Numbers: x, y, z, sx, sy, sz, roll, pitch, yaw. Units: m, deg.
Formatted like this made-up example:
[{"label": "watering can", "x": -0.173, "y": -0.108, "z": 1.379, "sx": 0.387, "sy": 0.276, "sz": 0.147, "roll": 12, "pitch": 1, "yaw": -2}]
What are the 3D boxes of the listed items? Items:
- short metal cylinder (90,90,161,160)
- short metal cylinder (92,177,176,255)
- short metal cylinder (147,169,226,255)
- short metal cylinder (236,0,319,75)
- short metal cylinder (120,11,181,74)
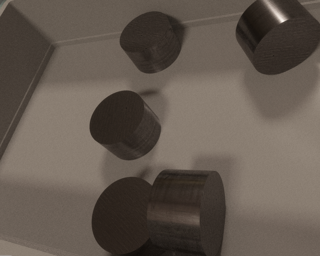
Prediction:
[{"label": "short metal cylinder", "x": -0.046, "y": -0.003, "z": 0.414, "sx": 0.080, "sy": 0.050, "sz": 0.080, "roll": -13, "pitch": 56, "yaw": 20}, {"label": "short metal cylinder", "x": -0.027, "y": 0.100, "z": 0.341, "sx": 0.080, "sy": 0.050, "sz": 0.080, "roll": -13, "pitch": 56, "yaw": 20}, {"label": "short metal cylinder", "x": 0.029, "y": 0.081, "z": 0.305, "sx": 0.050, "sy": 0.080, "sz": 0.080, "roll": -2, "pitch": 61, "yaw": 27}, {"label": "short metal cylinder", "x": 0.137, "y": -0.110, "z": 0.365, "sx": 0.080, "sy": 0.080, "sz": 0.050, "roll": -26, "pitch": 53, "yaw": 11}, {"label": "short metal cylinder", "x": -0.014, "y": -0.131, "z": 0.476, "sx": 0.080, "sy": 0.050, "sz": 0.080, "roll": -13, "pitch": 56, "yaw": 20}]
